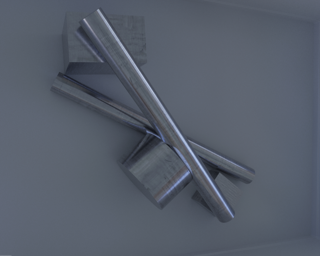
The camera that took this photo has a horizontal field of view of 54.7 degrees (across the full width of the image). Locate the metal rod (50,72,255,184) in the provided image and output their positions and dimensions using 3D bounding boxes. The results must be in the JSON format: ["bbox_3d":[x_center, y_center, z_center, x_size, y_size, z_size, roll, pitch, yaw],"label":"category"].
[{"bbox_3d":[0.004,0.008,0.412,0.301,0.025,0.025,26,81,-19],"label":"metal rod"}]

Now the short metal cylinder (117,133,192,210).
[{"bbox_3d":[-0.007,0.053,0.377,0.050,0.080,0.080,-42,104,-15],"label":"short metal cylinder"}]

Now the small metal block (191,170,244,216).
[{"bbox_3d":[0.082,0.096,0.441,0.050,0.025,0.050,40,77,-16],"label":"small metal block"}]

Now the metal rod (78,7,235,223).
[{"bbox_3d":[0.012,0.005,0.352,0.025,0.025,0.299,-42,116,-15],"label":"metal rod"}]

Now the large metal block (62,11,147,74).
[{"bbox_3d":[-0.067,-0.093,0.356,0.081,0.080,0.050,-4,92,-20],"label":"large metal block"}]
